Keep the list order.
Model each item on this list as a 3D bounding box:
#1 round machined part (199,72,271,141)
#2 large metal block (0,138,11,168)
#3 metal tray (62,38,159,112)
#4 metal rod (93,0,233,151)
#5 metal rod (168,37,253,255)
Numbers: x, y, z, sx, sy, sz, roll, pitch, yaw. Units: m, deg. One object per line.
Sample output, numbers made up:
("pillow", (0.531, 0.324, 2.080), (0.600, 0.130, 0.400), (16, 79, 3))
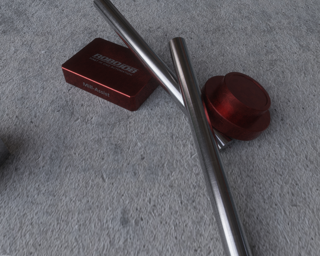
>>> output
("round machined part", (0.102, -0.035, 0.401), (0.099, 0.042, 0.098), (16, 45, -17))
("large metal block", (-0.238, 0.037, 0.353), (0.080, 0.050, 0.080), (14, 51, 11))
("metal tray", (-0.069, -0.085, 0.471), (0.130, 0.030, 0.090), (25, 54, 19))
("metal rod", (-0.006, -0.087, 0.436), (0.025, 0.025, 0.300), (-30, 69, -23))
("metal rod", (0.052, 0.012, 0.357), (0.025, 0.025, 0.299), (-8, 62, -7))
